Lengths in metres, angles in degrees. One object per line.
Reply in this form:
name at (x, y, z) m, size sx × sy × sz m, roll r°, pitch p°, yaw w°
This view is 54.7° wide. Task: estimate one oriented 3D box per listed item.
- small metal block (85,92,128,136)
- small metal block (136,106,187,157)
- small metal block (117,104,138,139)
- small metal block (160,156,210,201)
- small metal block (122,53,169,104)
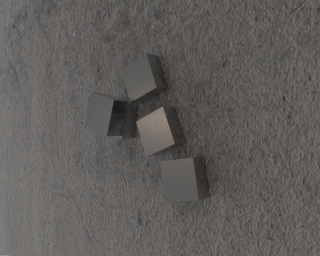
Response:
small metal block at (-0.076, -0.020, 0.435) m, size 0.050 × 0.025 × 0.050 m, roll 21°, pitch 103°, yaw 38°
small metal block at (0.001, 0.005, 0.404) m, size 0.050 × 0.025 × 0.050 m, roll -28°, pitch 73°, yaw 36°
small metal block at (-0.061, -0.013, 0.456) m, size 0.050 × 0.025 × 0.050 m, roll 11°, pitch 97°, yaw 39°
small metal block at (0.030, 0.062, 0.380) m, size 0.050 × 0.025 × 0.050 m, roll -12°, pitch 82°, yaw 39°
small metal block at (-0.021, -0.066, 0.422) m, size 0.050 × 0.025 × 0.050 m, roll -26°, pitch 74°, yaw 37°
